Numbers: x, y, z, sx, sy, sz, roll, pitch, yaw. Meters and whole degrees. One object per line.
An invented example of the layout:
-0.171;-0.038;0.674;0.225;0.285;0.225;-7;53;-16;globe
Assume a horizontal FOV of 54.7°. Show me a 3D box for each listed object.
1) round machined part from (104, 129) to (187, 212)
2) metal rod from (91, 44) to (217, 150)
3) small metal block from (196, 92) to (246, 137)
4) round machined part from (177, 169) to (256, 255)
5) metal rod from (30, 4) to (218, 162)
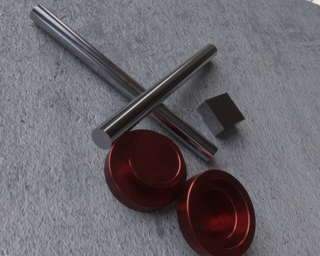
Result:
-0.011;0.044;0.360;0.099;0.042;0.098;13;56;-21;round machined part
0.014;-0.060;0.420;0.025;0.025;0.302;44;42;2;metal rod
0.092;-0.021;0.466;0.050;0.025;0.050;-22;74;-36;small metal block
0.060;0.101;0.358;0.099;0.042;0.098;15;61;-28;round machined part
-0.046;-0.059;0.414;0.300;0.025;0.025;39;51;-2;metal rod
